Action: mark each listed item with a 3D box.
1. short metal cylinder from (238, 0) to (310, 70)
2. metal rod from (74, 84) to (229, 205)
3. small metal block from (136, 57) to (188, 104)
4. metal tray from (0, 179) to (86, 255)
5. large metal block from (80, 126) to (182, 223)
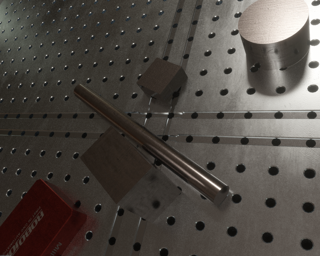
[{"bbox_3d":[0.144,-0.120,0.390,0.080,0.050,0.080,-13,56,21],"label":"short metal cylinder"},{"bbox_3d":[-0.033,0.005,0.420,0.300,0.025,0.025,34,81,38],"label":"metal rod"},{"bbox_3d":[0.003,-0.069,0.448,0.050,0.025,0.050,30,78,37],"label":"small metal block"},{"bbox_3d":[-0.168,0.143,0.403,0.090,0.030,0.130,28,76,37],"label":"metal tray"},{"bbox_3d":[-0.032,0.054,0.355,0.050,0.080,0.080,-47,52,-4],"label":"large metal block"}]
